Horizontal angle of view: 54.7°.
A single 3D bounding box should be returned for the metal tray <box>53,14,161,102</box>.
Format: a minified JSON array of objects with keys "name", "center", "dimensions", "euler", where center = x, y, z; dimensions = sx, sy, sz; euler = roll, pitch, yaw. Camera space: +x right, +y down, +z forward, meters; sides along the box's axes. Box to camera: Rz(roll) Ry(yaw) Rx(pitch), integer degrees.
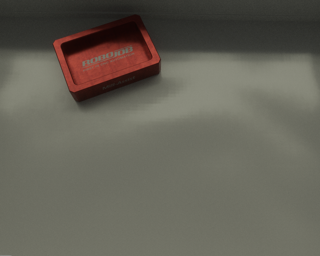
[{"name":"metal tray","center":[-0.074,-0.101,0.442],"dimensions":[0.131,0.030,0.090],"euler":[-21,72,-8]}]
